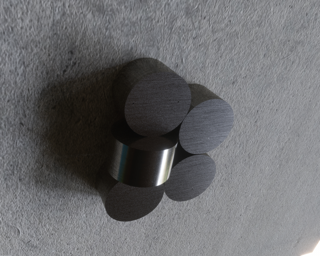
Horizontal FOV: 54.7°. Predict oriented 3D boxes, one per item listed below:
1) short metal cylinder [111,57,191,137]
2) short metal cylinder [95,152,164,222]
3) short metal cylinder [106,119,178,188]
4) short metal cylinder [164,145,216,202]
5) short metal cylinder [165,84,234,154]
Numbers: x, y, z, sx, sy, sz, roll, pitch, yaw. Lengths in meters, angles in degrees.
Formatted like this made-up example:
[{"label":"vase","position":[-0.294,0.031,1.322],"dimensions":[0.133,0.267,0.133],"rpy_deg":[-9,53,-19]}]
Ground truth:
[{"label":"short metal cylinder","position":[-0.011,-0.036,0.363],"dimensions":[0.081,0.050,0.079],"rpy_deg":[-13,124,-20]},{"label":"short metal cylinder","position":[-0.041,0.078,0.418],"dimensions":[0.081,0.050,0.079],"rpy_deg":[-13,124,-20]},{"label":"short metal cylinder","position":[-0.022,0.027,0.377],"dimensions":[0.081,0.080,0.050],"rpy_deg":[-3,120,-27]},{"label":"short metal cylinder","position":[0.032,0.058,0.445],"dimensions":[0.081,0.050,0.079],"rpy_deg":[-13,124,-20]},{"label":"short metal cylinder","position":[0.049,-0.012,0.411],"dimensions":[0.081,0.050,0.079],"rpy_deg":[-14,125,-21]}]
